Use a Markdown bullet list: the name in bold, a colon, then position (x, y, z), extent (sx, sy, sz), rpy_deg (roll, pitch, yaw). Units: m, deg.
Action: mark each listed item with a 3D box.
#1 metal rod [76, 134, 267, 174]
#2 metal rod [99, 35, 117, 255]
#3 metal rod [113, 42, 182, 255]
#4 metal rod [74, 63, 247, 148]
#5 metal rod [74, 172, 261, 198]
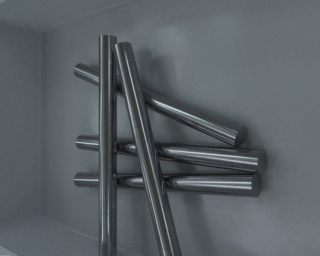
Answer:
- **metal rod**: position (-0.011, 0.029, 0.412), extent (0.300, 0.025, 0.025), rpy_deg (3, 92, 39)
- **metal rod**: position (-0.072, 0.024, 0.428), extent (0.025, 0.025, 0.298), rpy_deg (0, 90, 39)
- **metal rod**: position (-0.015, 0.034, 0.383), extent (0.025, 0.025, 0.299), rpy_deg (-22, 76, 37)
- **metal rod**: position (-0.022, -0.042, 0.420), extent (0.300, 0.025, 0.025), rpy_deg (26, 106, 36)
- **metal rod**: position (-0.016, 0.072, 0.416), extent (0.300, 0.025, 0.025), rpy_deg (-6, 86, 39)
